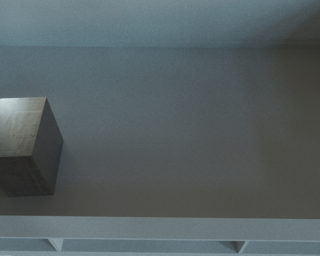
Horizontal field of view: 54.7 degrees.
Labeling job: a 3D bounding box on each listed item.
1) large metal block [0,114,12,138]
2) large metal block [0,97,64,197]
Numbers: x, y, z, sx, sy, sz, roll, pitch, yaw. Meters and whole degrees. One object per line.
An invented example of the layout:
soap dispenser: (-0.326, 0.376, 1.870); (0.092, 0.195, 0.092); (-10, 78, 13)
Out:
large metal block: (-0.221, 0.017, 0.353); (0.050, 0.080, 0.080); (30, 56, 22)
large metal block: (-0.150, 0.022, 0.350); (0.050, 0.080, 0.080); (-3, 50, -2)
